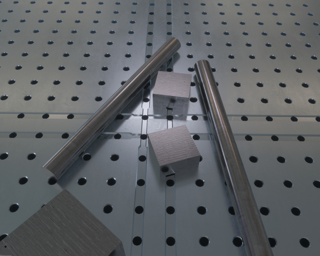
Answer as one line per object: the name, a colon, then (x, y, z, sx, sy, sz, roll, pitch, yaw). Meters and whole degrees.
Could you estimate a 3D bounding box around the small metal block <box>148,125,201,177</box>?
small metal block: (0.016, 0.027, 0.385, 0.050, 0.025, 0.050, -14, 51, -12)

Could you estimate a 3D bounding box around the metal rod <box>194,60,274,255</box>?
metal rod: (0.082, 0.016, 0.394, 0.025, 0.025, 0.300, -5, 50, -4)

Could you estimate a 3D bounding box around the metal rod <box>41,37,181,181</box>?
metal rod: (-0.052, -0.045, 0.444, 0.025, 0.025, 0.301, 25, 54, 19)

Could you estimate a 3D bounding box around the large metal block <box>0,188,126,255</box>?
large metal block: (-0.091, 0.119, 0.291, 0.080, 0.050, 0.080, 34, 58, 25)

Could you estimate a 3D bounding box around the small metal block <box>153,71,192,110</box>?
small metal block: (0.019, -0.056, 0.455, 0.050, 0.025, 0.050, 7, 50, 6)
